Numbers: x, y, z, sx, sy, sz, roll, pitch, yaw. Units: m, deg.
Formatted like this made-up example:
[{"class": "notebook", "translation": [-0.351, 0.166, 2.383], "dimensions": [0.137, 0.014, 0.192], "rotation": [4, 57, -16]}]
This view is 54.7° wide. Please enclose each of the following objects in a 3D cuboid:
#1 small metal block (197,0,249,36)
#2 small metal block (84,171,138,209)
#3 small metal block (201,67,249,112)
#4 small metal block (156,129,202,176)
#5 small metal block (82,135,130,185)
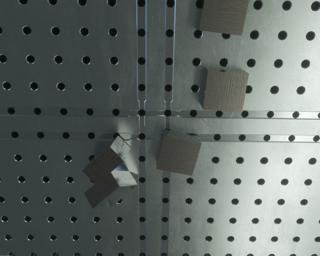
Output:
[{"class": "small metal block", "translation": [0.074, -0.138, 0.364], "dimensions": [0.050, 0.025, 0.050], "rotation": [7, 110, -3]}, {"class": "small metal block", "translation": [-0.067, 0.084, 0.428], "dimensions": [0.050, 0.050, 0.025], "rotation": [-41, 68, 13]}, {"class": "small metal block", "translation": [0.082, -0.049, 0.397], "dimensions": [0.050, 0.025, 0.050], "rotation": [4, 110, -2]}, {"class": "small metal block", "translation": [0.025, 0.034, 0.426], "dimensions": [0.050, 0.025, 0.050], "rotation": [12, 110, -5]}, {"class": "small metal block", "translation": [-0.070, 0.041, 0.413], "dimensions": [0.050, 0.050, 0.025], "rotation": [-40, 99, 13]}]
